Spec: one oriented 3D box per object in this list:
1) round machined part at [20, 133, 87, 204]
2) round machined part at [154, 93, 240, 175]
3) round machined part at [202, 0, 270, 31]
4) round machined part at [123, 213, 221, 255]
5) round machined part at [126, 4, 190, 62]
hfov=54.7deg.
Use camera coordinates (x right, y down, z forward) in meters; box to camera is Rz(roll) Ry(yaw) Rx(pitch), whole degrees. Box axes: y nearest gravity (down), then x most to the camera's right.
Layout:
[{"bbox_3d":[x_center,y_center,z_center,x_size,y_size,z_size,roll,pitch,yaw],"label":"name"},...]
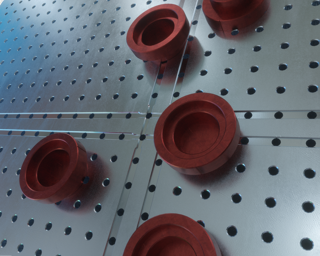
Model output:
[{"bbox_3d":[-0.143,0.059,0.434,0.098,0.042,0.098,-13,56,20],"label":"round machined part"},{"bbox_3d":[0.046,0.010,0.366,0.098,0.042,0.098,-13,56,20],"label":"round machined part"},{"bbox_3d":[0.109,-0.196,0.460,0.098,0.042,0.098,-13,56,20],"label":"round machined part"},{"bbox_3d":[0.014,0.138,0.304,0.098,0.042,0.098,-13,56,20],"label":"round machined part"},{"bbox_3d":[0.001,-0.143,0.483,0.098,0.042,0.098,-13,56,20],"label":"round machined part"}]
